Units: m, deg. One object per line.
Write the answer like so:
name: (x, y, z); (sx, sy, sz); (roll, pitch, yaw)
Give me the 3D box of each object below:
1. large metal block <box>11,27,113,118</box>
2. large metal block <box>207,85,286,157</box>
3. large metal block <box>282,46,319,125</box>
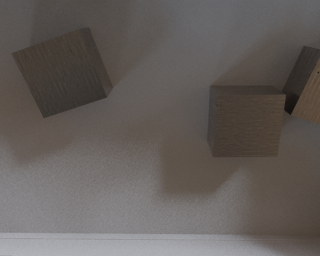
large metal block: (-0.112, -0.067, 0.372); (0.080, 0.050, 0.080); (-18, 109, 6)
large metal block: (0.106, -0.010, 0.395); (0.081, 0.050, 0.079); (0, 110, 0)
large metal block: (0.206, -0.048, 0.382); (0.080, 0.050, 0.079); (17, 109, -7)
